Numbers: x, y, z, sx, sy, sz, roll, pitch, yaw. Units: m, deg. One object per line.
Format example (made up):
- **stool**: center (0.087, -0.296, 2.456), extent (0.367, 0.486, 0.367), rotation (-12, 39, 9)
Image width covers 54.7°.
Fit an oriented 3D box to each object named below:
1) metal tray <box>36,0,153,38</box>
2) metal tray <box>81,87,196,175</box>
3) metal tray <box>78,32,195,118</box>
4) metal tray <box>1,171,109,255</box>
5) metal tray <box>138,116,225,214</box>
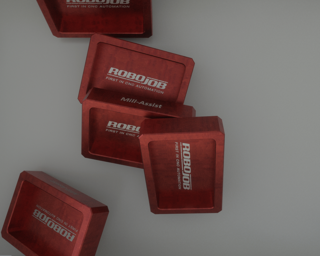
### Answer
- **metal tray**: center (-0.075, -0.150, 0.375), extent (0.131, 0.090, 0.030), rotation (0, 67, 0)
- **metal tray**: center (-0.029, 0.006, 0.385), extent (0.131, 0.030, 0.089), rotation (11, 126, 0)
- **metal tray**: center (-0.030, -0.061, 0.398), extent (0.131, 0.030, 0.089), rotation (15, 101, -2)
- **metal tray**: center (-0.131, 0.115, 0.376), extent (0.130, 0.030, 0.090), rotation (18, 90, 30)
- **metal tray**: center (0.028, 0.049, 0.370), extent (0.090, 0.030, 0.129), rotation (-3, 125, 5)
